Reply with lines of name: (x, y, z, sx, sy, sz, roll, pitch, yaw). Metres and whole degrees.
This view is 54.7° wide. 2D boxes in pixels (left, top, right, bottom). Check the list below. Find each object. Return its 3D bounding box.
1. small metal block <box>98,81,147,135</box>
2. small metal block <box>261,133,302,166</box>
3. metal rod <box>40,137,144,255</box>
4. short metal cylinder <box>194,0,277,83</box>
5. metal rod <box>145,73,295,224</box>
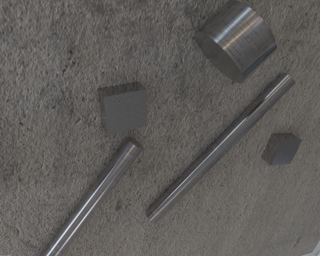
small metal block: (-0.044, -0.024, 0.368, 0.050, 0.025, 0.050, -13, 124, -21)
small metal block: (0.214, 0.037, 0.547, 0.050, 0.025, 0.050, -1, 119, -28)
metal rod: (-0.121, 0.137, 0.425, 0.025, 0.025, 0.299, 30, 102, -38)
short metal cylinder: (0.085, -0.098, 0.357, 0.050, 0.080, 0.080, -44, 129, 2)
metal rod: (0.090, 0.033, 0.476, 0.300, 0.025, 0.025, -46, 129, 4)
